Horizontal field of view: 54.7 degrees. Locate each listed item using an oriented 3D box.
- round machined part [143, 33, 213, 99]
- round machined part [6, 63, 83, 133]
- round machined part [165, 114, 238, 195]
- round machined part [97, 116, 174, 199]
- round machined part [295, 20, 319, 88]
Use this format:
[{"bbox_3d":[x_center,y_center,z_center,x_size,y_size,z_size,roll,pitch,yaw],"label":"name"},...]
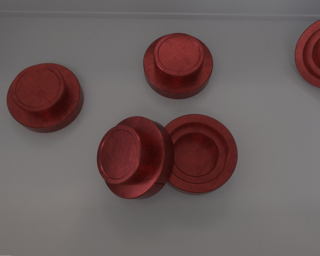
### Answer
[{"bbox_3d":[0.026,-0.093,0.435,0.099,0.042,0.098,0,70,0],"label":"round machined part"},{"bbox_3d":[-0.157,-0.046,0.416,0.099,0.042,0.098,0,70,0],"label":"round machined part"},{"bbox_3d":[0.043,0.035,0.388,0.099,0.042,0.098,0,70,0],"label":"round machined part"},{"bbox_3d":[-0.035,0.033,0.362,0.098,0.042,0.098,-10,72,35],"label":"round machined part"},{"bbox_3d":[0.240,-0.104,0.421,0.098,0.097,0.042,43,41,14],"label":"round machined part"}]
